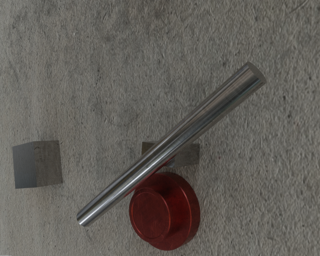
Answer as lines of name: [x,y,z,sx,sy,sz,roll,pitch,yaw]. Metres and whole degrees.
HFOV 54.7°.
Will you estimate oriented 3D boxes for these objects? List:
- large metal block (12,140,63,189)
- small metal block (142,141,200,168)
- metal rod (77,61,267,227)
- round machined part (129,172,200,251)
large metal block: [-0.229,0.068,0.578,0.080,0.050,0.080,-12,83,39]
small metal block: [0.013,0.030,0.378,0.050,0.050,0.025,4,93,40]
metal rod: [-0.009,0.038,0.347,0.299,0.025,0.025,-43,64,32]
round machined part: [-0.001,0.107,0.395,0.098,0.042,0.097,0,90,40]
